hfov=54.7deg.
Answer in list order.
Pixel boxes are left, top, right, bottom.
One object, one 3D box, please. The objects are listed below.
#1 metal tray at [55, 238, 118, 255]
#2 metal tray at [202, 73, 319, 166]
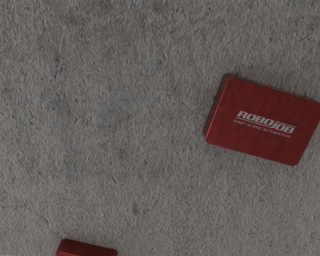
[{"bbox_3d":[-0.128,0.246,0.497,0.091,0.030,0.129,15,109,-6],"label":"metal tray"},{"bbox_3d":[0.132,-0.010,0.405,0.131,0.030,0.089,15,109,-6],"label":"metal tray"}]
